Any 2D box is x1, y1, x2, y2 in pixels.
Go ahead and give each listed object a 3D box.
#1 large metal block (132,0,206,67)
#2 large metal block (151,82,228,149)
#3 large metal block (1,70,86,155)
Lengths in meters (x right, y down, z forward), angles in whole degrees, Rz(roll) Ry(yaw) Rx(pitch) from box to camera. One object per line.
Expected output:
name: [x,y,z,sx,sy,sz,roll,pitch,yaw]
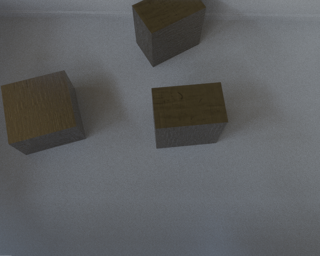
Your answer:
large metal block: [0.012,-0.142,0.432,0.080,0.080,0.050,-29,73,-10]
large metal block: [0.033,-0.013,0.385,0.081,0.080,0.050,-5,70,-2]
large metal block: [-0.150,-0.019,0.402,0.081,0.050,0.080,-15,71,-6]
